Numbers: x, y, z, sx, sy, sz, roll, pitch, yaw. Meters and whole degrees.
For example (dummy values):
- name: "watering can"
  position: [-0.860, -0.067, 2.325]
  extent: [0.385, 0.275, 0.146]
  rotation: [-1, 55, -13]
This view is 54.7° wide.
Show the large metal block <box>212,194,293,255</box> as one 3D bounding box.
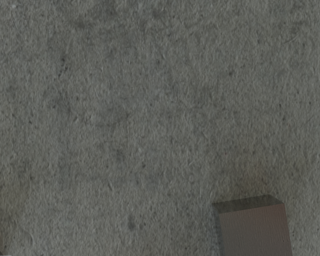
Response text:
- name: "large metal block"
  position: [0.117, 0.137, 0.399]
  extent: [0.081, 0.050, 0.080]
  rotation: [-9, 90, -1]

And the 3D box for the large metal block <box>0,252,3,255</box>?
- name: "large metal block"
  position: [-0.252, 0.159, 0.379]
  extent: [0.050, 0.080, 0.080]
  rotation: [-33, 90, 0]
